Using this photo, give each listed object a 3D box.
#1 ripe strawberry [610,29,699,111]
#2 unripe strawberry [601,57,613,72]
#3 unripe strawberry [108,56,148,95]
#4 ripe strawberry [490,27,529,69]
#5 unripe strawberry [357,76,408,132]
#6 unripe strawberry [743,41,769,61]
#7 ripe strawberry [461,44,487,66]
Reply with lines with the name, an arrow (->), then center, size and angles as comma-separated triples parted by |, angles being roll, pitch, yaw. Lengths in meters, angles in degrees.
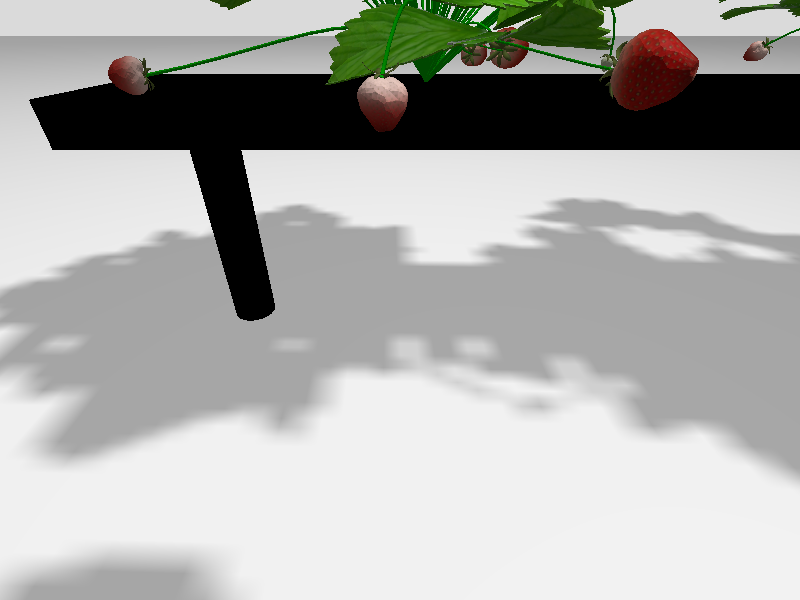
ripe strawberry -> 0.130, -0.117, 0.205 | 0.035, 0.037, 0.037 | -28, 44, -35
unripe strawberry -> 0.184, -0.209, 0.355 | 0.011, 0.012, 0.011 | -12, 36, -17
unripe strawberry -> -0.165, -0.136, 0.243 | 0.020, 0.021, 0.018 | -13, 37, -17
ripe strawberry -> 0.106, -0.241, 0.383 | 0.037, 0.033, 0.034 | 25, 41, 32
unripe strawberry -> -0.007, -0.081, 0.167 | 0.021, 0.021, 0.018 | 5, 31, 8
unripe strawberry -> 0.401, -0.279, 0.451 | 0.023, 0.020, 0.021 | -12, 1, -17
ripe strawberry -> 0.075, -0.250, 0.405 | 0.027, 0.023, 0.027 | 14, 36, 20
